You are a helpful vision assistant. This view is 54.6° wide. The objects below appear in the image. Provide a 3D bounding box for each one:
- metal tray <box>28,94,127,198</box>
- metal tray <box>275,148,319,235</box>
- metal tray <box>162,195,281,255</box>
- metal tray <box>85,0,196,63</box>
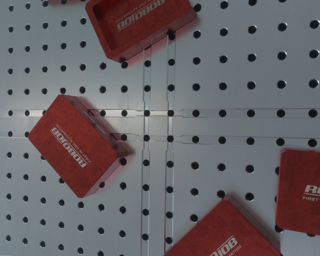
[{"bbox_3d":[-0.123,0.025,0.454,0.130,0.030,0.090,45,104,14],"label":"metal tray"},{"bbox_3d":[0.199,0.073,0.340,0.130,0.030,0.090,5,92,20],"label":"metal tray"},{"bbox_3d":[0.071,0.160,0.385,0.090,0.030,0.130,45,104,14],"label":"metal tray"},{"bbox_3d":[-0.028,-0.159,0.420,0.130,0.030,0.090,-27,81,18],"label":"metal tray"}]
